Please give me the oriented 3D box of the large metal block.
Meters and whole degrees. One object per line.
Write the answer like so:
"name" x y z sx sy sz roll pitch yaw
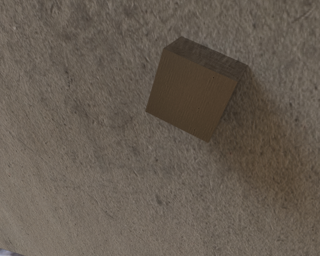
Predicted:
"large metal block" 0.039 -0.043 0.344 0.080 0.050 0.079 27 128 11
